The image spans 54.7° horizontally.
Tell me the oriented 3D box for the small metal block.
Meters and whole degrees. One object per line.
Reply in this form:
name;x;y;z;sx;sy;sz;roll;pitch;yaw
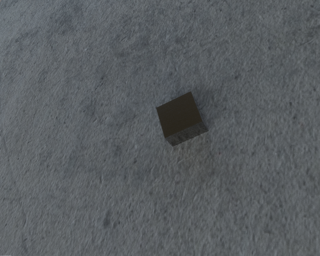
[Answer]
small metal block;0.028;-0.011;0.395;0.050;0.025;0.050;-25;53;12
